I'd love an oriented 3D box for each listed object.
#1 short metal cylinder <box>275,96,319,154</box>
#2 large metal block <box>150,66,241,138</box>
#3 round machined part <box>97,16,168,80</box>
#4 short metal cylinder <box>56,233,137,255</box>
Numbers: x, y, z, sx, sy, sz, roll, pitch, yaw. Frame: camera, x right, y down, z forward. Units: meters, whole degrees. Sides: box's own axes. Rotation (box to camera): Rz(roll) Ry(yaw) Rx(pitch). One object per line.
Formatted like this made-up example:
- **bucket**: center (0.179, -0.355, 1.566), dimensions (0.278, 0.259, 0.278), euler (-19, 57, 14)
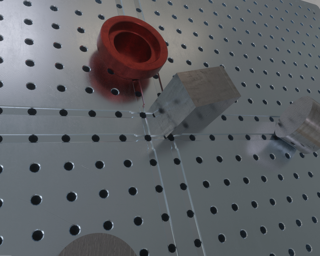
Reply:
- **short metal cylinder**: center (0.235, -0.005, 0.502), dimensions (0.050, 0.080, 0.080), euler (33, 51, -7)
- **large metal block**: center (0.046, -0.035, 0.419), dimensions (0.081, 0.080, 0.050), euler (-15, 70, -34)
- **round machined part**: center (-0.042, -0.108, 0.441), dimensions (0.099, 0.042, 0.098), euler (14, 56, -21)
- **short metal cylinder**: center (-0.061, 0.139, 0.274), dimensions (0.081, 0.050, 0.080), euler (14, 56, -21)
